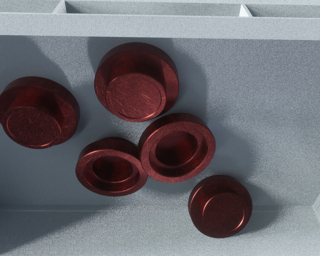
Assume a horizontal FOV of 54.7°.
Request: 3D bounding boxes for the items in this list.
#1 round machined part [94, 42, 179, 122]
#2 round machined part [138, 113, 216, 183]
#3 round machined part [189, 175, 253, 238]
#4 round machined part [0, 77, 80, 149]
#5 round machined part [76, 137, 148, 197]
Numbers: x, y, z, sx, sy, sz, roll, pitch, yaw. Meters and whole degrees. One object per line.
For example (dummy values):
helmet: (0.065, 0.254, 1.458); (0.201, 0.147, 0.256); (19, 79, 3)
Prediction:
round machined part: (-0.027, -0.045, 0.359); (0.099, 0.042, 0.097); (-1, 130, 0)
round machined part: (0.019, 0.022, 0.407); (0.099, 0.042, 0.097); (-7, 124, -11)
round machined part: (0.095, 0.125, 0.477); (0.099, 0.042, 0.097); (-1, 98, -5)
round machined part: (-0.153, -0.012, 0.386); (0.099, 0.042, 0.097); (-1, 130, 0)
round machined part: (-0.066, 0.051, 0.441); (0.099, 0.042, 0.097); (-1, 130, 0)
